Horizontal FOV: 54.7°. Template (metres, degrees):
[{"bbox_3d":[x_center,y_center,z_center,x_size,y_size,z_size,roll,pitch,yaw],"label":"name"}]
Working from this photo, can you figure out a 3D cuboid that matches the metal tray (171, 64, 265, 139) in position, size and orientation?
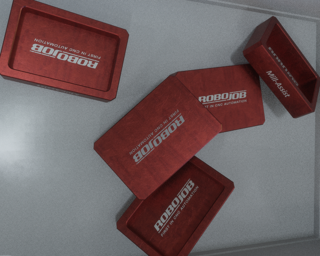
[{"bbox_3d":[0.081,-0.039,0.438,0.131,0.030,0.089,-10,94,-20],"label":"metal tray"}]

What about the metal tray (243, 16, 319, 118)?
[{"bbox_3d":[0.183,-0.089,0.454,0.130,0.030,0.090,46,49,-14],"label":"metal tray"}]

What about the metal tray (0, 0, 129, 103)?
[{"bbox_3d":[-0.110,-0.088,0.366,0.131,0.030,0.090,12,86,-20],"label":"metal tray"}]

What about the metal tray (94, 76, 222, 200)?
[{"bbox_3d":[-0.002,0.012,0.377,0.130,0.030,0.090,-42,83,-2],"label":"metal tray"}]

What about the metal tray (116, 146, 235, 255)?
[{"bbox_3d":[0.021,0.099,0.391,0.090,0.030,0.130,35,76,18],"label":"metal tray"}]
